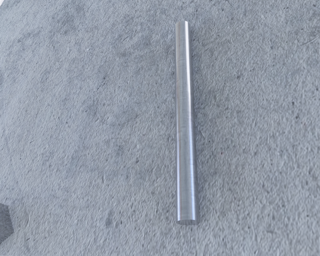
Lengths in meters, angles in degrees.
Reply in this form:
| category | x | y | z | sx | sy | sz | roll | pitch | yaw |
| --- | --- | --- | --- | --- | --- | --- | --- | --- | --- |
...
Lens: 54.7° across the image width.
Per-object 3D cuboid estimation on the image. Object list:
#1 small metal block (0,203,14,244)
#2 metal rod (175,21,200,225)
| category | x | y | z | sx | sy | sz | roll | pitch | yaw |
| --- | --- | --- | --- | --- | --- | --- | --- | --- | --- |
| small metal block | -0.243 | 0.143 | 0.444 | 0.050 | 0.025 | 0.050 | -40 | 51 | 1 |
| metal rod | 0.032 | -0.029 | 0.404 | 0.025 | 0.025 | 0.299 | -12 | 56 | 21 |
